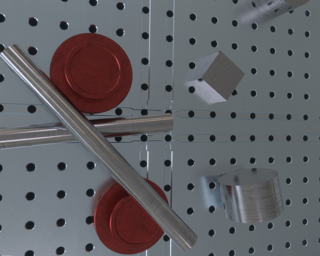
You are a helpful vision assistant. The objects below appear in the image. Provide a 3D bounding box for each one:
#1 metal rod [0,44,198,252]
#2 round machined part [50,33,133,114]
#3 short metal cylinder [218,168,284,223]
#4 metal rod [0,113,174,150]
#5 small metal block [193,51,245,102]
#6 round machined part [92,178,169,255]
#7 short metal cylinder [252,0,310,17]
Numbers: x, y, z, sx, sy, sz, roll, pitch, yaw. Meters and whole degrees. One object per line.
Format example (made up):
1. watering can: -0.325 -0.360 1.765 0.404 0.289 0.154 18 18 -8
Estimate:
1. metal rod: -0.066 0.026 0.355 0.025 0.025 0.300 -44 95 -15
2. round machined part: -0.081 -0.066 0.374 0.099 0.042 0.097 0 90 -20
3. short metal cylinder: 0.126 0.091 0.430 0.081 0.080 0.050 -13 95 -20
4. metal rod: -0.128 0.007 0.365 0.303 0.025 0.025 -6 92 -20
5. small metal block: 0.085 -0.073 0.444 0.050 0.025 0.050 38 78 -16
6. round machined part: -0.033 0.112 0.391 0.099 0.042 0.097 0 90 -20
7. short metal cylinder: 0.184 -0.215 0.466 0.081 0.050 0.080 0 90 -20
